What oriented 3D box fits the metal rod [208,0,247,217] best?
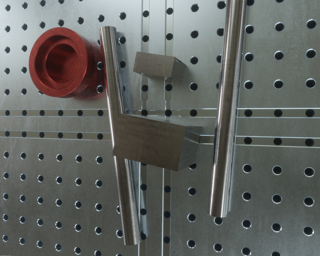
[{"bbox_3d":[0.084,-0.041,0.382,0.025,0.025,0.298,5,92,19],"label":"metal rod"}]

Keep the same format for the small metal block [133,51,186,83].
[{"bbox_3d":[0.001,-0.077,0.398,0.050,0.050,0.025,13,94,19],"label":"small metal block"}]

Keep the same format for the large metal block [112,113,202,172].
[{"bbox_3d":[0.000,0.015,0.383,0.080,0.080,0.050,12,94,19],"label":"large metal block"}]

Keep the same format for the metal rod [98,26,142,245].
[{"bbox_3d":[-0.056,0.009,0.431,0.025,0.025,0.298,-8,87,19],"label":"metal rod"}]

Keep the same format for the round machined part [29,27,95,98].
[{"bbox_3d":[-0.136,-0.092,0.450,0.098,0.042,0.097,0,90,19],"label":"round machined part"}]
